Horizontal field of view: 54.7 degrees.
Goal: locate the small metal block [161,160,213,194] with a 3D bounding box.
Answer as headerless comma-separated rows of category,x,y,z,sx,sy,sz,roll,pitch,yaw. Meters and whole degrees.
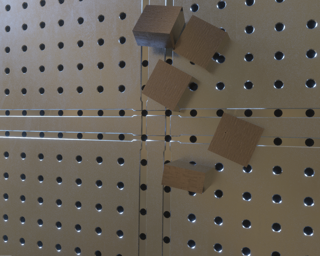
small metal block,0.035,0.060,0.386,0.050,0.050,0.025,10,94,19

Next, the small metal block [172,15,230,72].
small metal block,0.052,-0.107,0.394,0.050,0.025,0.050,34,101,16

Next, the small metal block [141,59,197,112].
small metal block,0.012,-0.055,0.408,0.050,0.025,0.050,32,100,17

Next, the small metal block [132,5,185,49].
small metal block,-0.001,-0.131,0.399,0.050,0.025,0.050,11,61,20

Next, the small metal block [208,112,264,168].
small metal block,0.093,0.014,0.379,0.050,0.025,0.050,24,98,18
